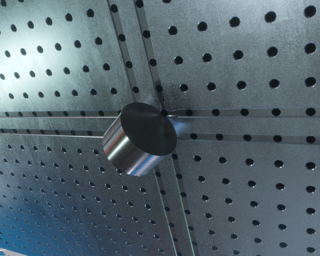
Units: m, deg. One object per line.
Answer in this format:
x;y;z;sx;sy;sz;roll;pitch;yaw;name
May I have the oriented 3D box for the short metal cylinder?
-0.026;0.014;0.395;0.080;0.080;0.050;42;129;-1;short metal cylinder
